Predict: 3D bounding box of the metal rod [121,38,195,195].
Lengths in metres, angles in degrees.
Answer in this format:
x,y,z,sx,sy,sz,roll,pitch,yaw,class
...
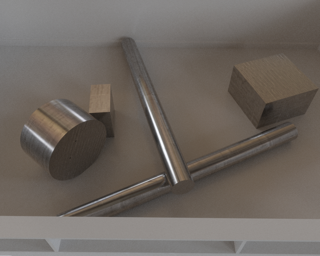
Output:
x,y,z,sx,sy,sz,roll,pitch,yaw,class
-0.015,-0.040,0.420,0.025,0.025,0.300,-11,45,-10,metal rod

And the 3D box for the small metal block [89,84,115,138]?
x,y,z,sx,sy,sz,roll,pitch,yaw,class
-0.075,-0.022,0.406,0.025,0.050,0.050,-4,50,-4,small metal block

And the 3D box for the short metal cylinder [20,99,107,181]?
x,y,z,sx,sy,sz,roll,pitch,yaw,class
-0.109,0.013,0.357,0.050,0.080,0.080,33,57,24,short metal cylinder

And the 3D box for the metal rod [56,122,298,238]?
x,y,z,sx,sy,sz,roll,pitch,yaw,class
0.034,0.052,0.361,0.302,0.025,0.025,-20,53,-16,metal rod

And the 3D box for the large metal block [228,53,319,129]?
x,y,z,sx,sy,sz,roll,pitch,yaw,class
0.155,-0.054,0.436,0.081,0.050,0.080,-16,52,-14,large metal block
